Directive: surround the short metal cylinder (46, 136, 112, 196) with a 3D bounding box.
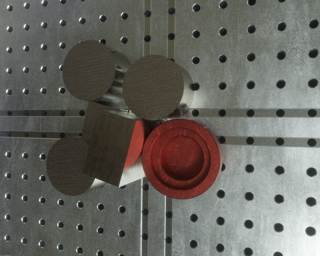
[{"bbox_3d":[-0.111,0.051,0.438,0.080,0.050,0.080,0,90,20],"label":"short metal cylinder"}]

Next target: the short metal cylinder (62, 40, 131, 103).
[{"bbox_3d":[-0.086,-0.076,0.429,0.080,0.050,0.080,0,90,20],"label":"short metal cylinder"}]

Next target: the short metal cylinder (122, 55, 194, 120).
[{"bbox_3d":[-0.001,-0.049,0.399,0.080,0.050,0.080,0,90,20],"label":"short metal cylinder"}]

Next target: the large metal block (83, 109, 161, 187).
[{"bbox_3d":[-0.046,0.023,0.396,0.050,0.080,0.080,17,96,19],"label":"large metal block"}]

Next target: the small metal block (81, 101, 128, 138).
[{"bbox_3d":[-0.079,-0.008,0.440,0.050,0.025,0.050,16,95,19],"label":"small metal block"}]

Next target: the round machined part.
[{"bbox_3d":[0.030,0.037,0.393,0.098,0.042,0.097,0,90,20],"label":"round machined part"}]
